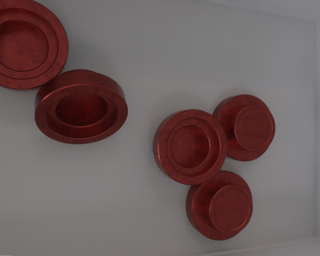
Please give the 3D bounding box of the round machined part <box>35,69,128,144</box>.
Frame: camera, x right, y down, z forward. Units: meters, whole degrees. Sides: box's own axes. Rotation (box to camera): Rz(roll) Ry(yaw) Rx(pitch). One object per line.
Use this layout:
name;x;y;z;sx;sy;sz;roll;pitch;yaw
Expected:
round machined part;-0.088;-0.027;0.350;0.099;0.097;0.042;-2;51;-20

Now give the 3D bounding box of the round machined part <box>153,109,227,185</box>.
round machined part;0.037;0.025;0.415;0.099;0.042;0.097;0;90;-20

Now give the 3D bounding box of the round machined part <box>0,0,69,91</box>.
round machined part;-0.154;-0.089;0.344;0.099;0.042;0.097;0;90;-20

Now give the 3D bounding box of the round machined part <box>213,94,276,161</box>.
round machined part;0.126;0.000;0.448;0.099;0.042;0.097;0;90;-20

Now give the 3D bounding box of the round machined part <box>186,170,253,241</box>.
round machined part;0.090;0.110;0.435;0.099;0.042;0.097;0;90;-20
